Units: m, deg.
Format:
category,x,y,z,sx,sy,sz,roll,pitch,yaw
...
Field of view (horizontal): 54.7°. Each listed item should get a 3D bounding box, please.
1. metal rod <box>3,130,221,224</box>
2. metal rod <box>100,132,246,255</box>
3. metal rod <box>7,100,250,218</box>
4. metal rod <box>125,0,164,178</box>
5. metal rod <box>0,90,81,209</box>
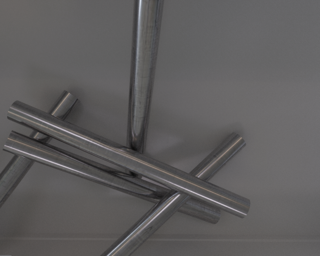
category,x,y,z,sx,sy,sz,roll,pitch,yaw
metal rod,-0.046,0.072,0.406,0.302,0.025,0.025,25,109,-21
metal rod,-0.004,0.112,0.390,0.301,0.025,0.025,-41,107,-11
metal rod,-0.034,0.039,0.371,0.301,0.025,0.025,23,108,-3
metal rod,-0.021,-0.036,0.330,0.025,0.025,0.298,7,136,-3
metal rod,-0.198,0.080,0.379,0.025,0.025,0.300,37,83,-12
